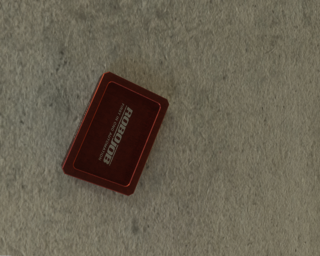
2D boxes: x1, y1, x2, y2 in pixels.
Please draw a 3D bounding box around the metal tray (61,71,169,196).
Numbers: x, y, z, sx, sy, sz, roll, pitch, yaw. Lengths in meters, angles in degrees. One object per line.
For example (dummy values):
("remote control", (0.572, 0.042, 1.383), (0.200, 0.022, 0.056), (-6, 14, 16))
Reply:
("metal tray", (-0.054, 0.008, 0.386), (0.090, 0.030, 0.130), (24, 82, -19))
